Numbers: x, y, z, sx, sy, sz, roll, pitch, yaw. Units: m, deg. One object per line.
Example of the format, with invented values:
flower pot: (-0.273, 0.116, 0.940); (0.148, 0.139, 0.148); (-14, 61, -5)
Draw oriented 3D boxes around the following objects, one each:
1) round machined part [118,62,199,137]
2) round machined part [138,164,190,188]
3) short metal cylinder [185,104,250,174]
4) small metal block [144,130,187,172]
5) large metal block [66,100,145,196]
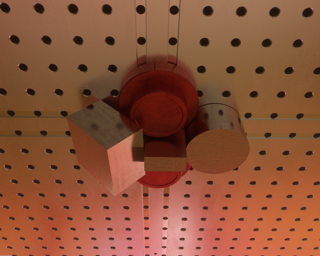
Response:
round machined part: (-0.002, -0.027, 0.377); (0.099, 0.042, 0.097); (0, 130, 0)
round machined part: (-0.003, 0.049, 0.442); (0.099, 0.042, 0.097); (0, 130, 0)
short metal cylinder: (0.072, 0.015, 0.407); (0.081, 0.050, 0.079); (0, 130, 0)
small metal block: (0.006, 0.027, 0.390); (0.050, 0.050, 0.025); (1, 130, -1)
large metal block: (-0.066, 0.024, 0.387); (0.050, 0.080, 0.079); (-33, 140, -32)
